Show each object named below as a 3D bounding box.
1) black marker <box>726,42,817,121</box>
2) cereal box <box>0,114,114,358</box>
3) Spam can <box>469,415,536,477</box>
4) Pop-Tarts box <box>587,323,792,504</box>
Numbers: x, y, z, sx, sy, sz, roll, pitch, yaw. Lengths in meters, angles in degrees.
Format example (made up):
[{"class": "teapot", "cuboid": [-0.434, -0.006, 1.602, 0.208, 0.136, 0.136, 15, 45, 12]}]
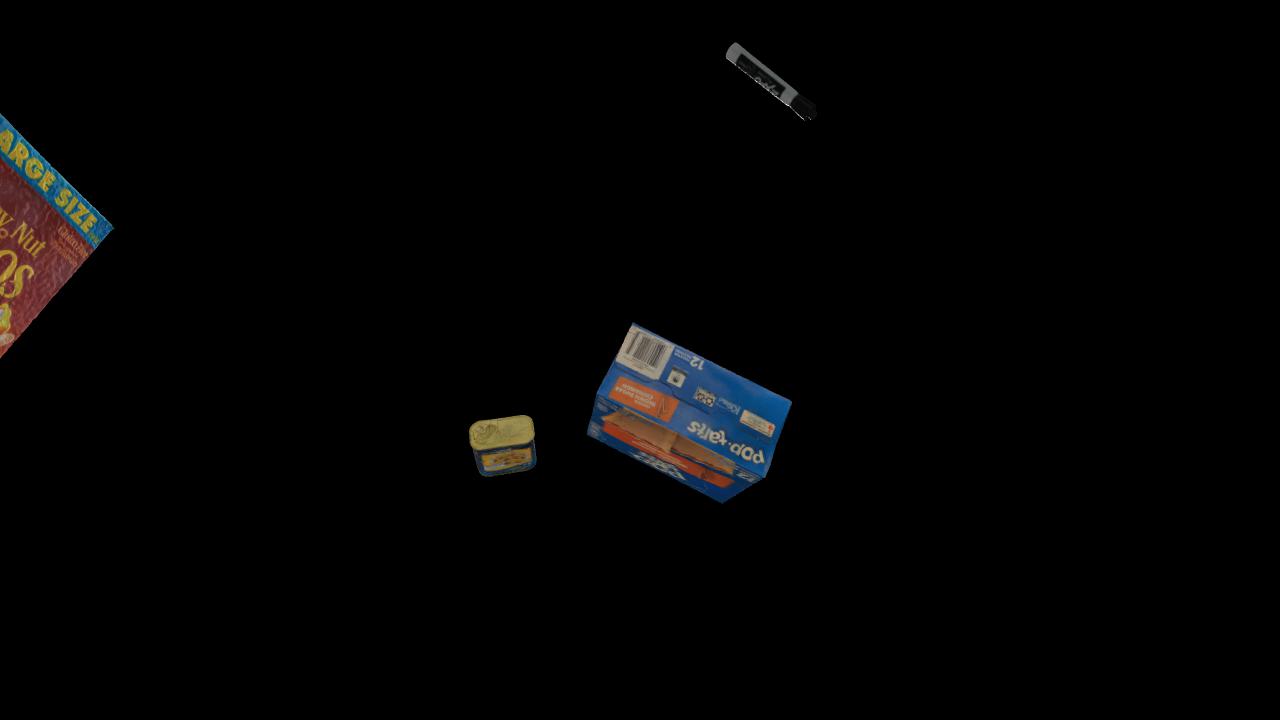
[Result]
[{"class": "black marker", "cuboid": [0.143, -0.300, 0.665, 0.121, 0.020, 0.020, 44, 11, 11]}, {"class": "cereal box", "cuboid": [-0.519, -0.047, 0.386, 0.081, 0.306, 0.203, 15, -30, 1]}, {"class": "Spam can", "cuboid": [-0.220, 0.142, 1.002, 0.101, 0.058, 0.085, -7, -42, -10]}, {"class": "Pop-Tarts box", "cuboid": [0.041, 0.059, 0.611, 0.167, 0.083, 0.141, 27, -23, 2]}]
